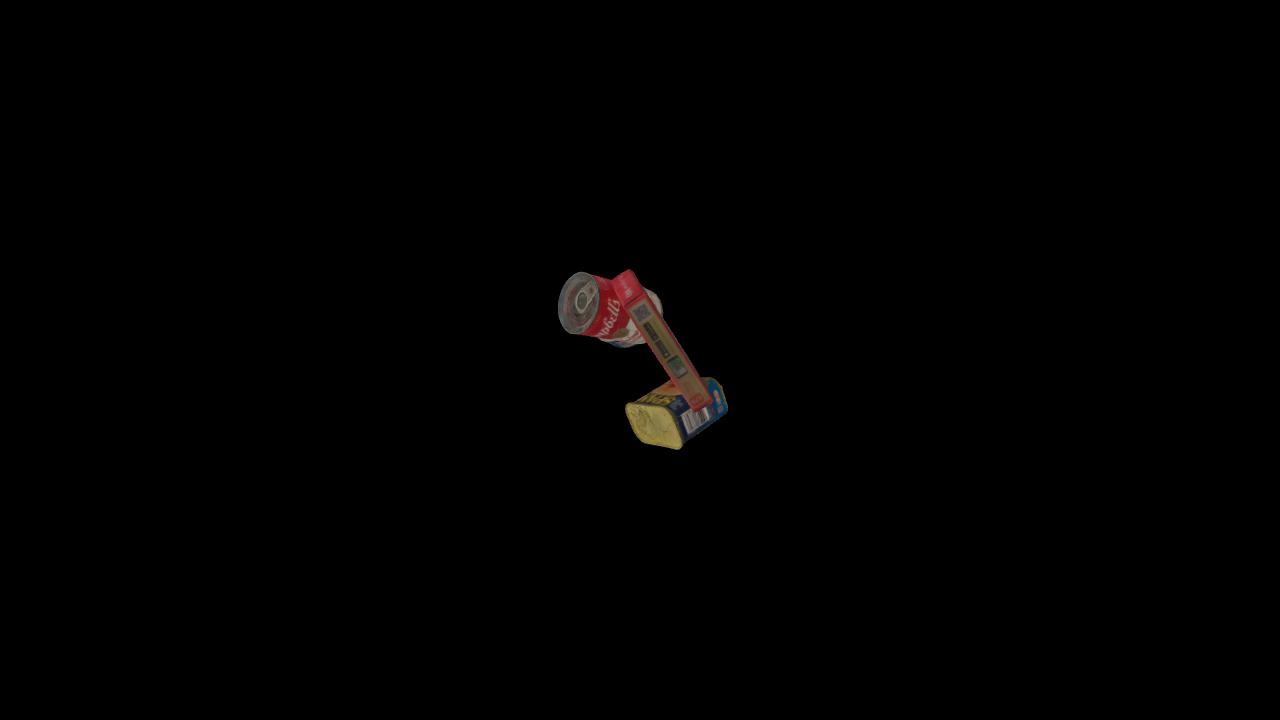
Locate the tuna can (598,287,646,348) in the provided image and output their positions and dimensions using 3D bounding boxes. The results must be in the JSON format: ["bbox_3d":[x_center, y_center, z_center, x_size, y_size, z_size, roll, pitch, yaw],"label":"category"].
[{"bbox_3d":[-0.021,-0.058,0.765,0.084,0.084,0.034,0,-16,37],"label":"tuna can"}]

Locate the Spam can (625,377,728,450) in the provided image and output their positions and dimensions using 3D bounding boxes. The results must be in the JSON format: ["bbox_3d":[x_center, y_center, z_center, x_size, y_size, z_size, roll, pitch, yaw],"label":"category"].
[{"bbox_3d":[0.046,0.062,0.761,0.085,0.058,0.101,-29,16,-30],"label":"Spam can"}]

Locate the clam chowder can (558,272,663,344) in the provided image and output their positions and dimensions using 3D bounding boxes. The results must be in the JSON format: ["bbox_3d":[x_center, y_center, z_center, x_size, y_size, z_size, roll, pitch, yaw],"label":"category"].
[{"bbox_3d":[-0.032,-0.056,0.691,0.068,0.068,0.102,0,-5,45],"label":"clam chowder can"}]

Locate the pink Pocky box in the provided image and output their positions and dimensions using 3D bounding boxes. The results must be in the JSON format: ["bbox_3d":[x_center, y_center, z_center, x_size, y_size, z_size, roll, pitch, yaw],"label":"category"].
[{"bbox_3d":[0.024,-0.021,0.670,0.029,0.155,0.084,-32,28,4],"label":"pink Pocky box"}]
